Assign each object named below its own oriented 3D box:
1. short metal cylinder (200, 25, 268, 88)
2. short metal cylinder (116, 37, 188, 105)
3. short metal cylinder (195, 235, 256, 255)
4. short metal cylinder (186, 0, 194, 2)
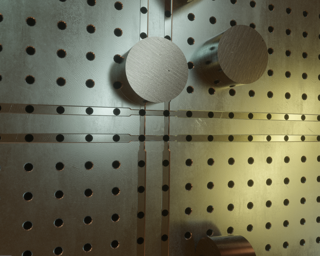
[{"bbox_3d":[0.104,-0.099,0.439,0.081,0.050,0.079,0,90,-20],"label":"short metal cylinder"},{"bbox_3d":[-0.011,-0.070,0.396,0.081,0.050,0.079,0,90,-21],"label":"short metal cylinder"},{"bbox_3d":[0.088,0.187,0.418,0.050,0.080,0.080,4,89,-20],"label":"short metal cylinder"},{"bbox_3d":[0.058,-0.210,0.406,0.080,0.080,0.050,-35,102,-17],"label":"short metal cylinder"}]
